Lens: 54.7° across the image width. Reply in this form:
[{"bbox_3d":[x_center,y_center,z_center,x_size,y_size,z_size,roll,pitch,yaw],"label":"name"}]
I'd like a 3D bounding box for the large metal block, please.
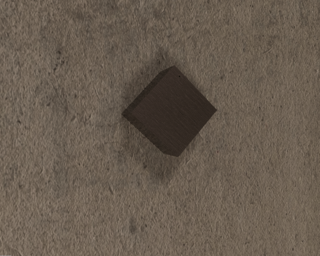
[{"bbox_3d":[0.011,-0.021,0.401,0.080,0.050,0.080,44,76,-15],"label":"large metal block"}]
